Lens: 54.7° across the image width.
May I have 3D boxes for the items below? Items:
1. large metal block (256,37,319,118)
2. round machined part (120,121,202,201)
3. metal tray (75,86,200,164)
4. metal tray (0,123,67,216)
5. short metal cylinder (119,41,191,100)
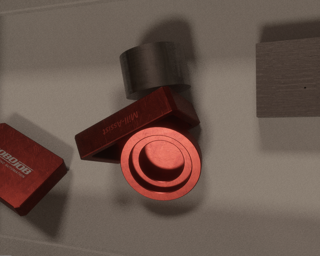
[{"bbox_3d":[0.150,-0.052,0.344,0.080,0.050,0.079,-1,90,19],"label":"large metal block"},{"bbox_3d":[0.004,0.038,0.389,0.098,0.042,0.097,3,108,9],"label":"round machined part"},{"bbox_3d":[-0.025,0.002,0.381,0.130,0.090,0.030,-27,71,17],"label":"metal tray"},{"bbox_3d":[-0.216,0.056,0.453,0.130,0.030,0.090,28,55,17],"label":"metal tray"},{"bbox_3d":[-0.006,-0.068,0.383,0.080,0.080,0.050,-11,86,19],"label":"short metal cylinder"}]
